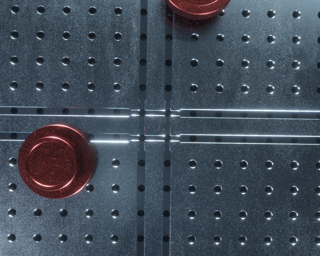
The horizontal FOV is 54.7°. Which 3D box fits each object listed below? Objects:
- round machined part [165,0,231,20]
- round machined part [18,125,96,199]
[{"bbox_3d":[0.049,-0.190,0.405,0.099,0.042,0.097,0,90,-1],"label":"round machined part"},{"bbox_3d":[-0.136,0.044,0.403,0.099,0.042,0.097,0,90,-1],"label":"round machined part"}]
